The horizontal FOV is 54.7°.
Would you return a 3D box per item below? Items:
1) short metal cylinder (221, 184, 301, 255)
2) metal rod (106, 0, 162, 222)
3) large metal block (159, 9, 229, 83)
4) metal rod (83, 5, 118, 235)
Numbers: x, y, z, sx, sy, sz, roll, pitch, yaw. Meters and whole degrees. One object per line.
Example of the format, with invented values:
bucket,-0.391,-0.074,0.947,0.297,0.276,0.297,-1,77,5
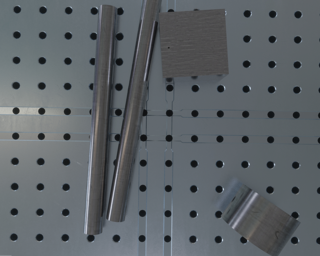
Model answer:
short metal cylinder,0.124,0.113,0.387,0.080,0.080,0.050,34,90,0
metal rod,-0.034,-0.026,0.413,0.025,0.025,0.298,10,90,0
large metal block,0.041,-0.103,0.401,0.081,0.050,0.079,-4,90,0
metal rod,-0.079,-0.011,0.412,0.025,0.025,0.298,4,90,0
